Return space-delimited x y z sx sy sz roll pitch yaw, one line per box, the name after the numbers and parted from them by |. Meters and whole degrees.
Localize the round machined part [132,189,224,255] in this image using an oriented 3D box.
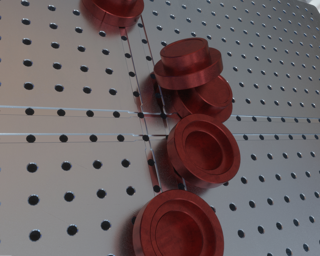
0.016 0.120 0.334 0.099 0.042 0.098 14 56 -21 | round machined part

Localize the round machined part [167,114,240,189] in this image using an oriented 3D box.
0.053 0.033 0.407 0.099 0.042 0.098 14 56 -21 | round machined part

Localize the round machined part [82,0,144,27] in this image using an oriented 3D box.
-0.070 -0.212 0.490 0.099 0.042 0.098 14 56 -21 | round machined part

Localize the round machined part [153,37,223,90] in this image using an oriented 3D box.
0.038 -0.097 0.442 0.098 0.098 0.042 -48 133 -39 | round machined part

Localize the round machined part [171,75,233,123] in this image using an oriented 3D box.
0.069 -0.050 0.467 0.099 0.042 0.098 14 56 -21 | round machined part
